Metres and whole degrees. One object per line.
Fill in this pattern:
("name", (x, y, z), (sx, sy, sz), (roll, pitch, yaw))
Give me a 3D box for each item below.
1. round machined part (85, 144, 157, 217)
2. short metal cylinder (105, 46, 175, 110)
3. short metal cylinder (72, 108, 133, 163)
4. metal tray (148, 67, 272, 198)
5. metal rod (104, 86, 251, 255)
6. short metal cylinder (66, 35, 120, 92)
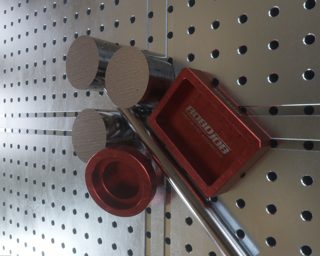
("round machined part", (-0.049, 0.068, 0.425), (0.098, 0.042, 0.097), (6, 107, 19))
("short metal cylinder", (-0.028, -0.065, 0.415), (0.080, 0.050, 0.080), (0, 90, 40))
("short metal cylinder", (-0.087, 0.011, 0.465), (0.080, 0.050, 0.080), (0, 90, 40))
("metal tray", (0.051, 0.003, 0.363), (0.130, 0.030, 0.090), (51, 120, 27))
("metal rod", (0.008, 0.043, 0.403), (0.300, 0.025, 0.025), (52, 120, 27))
("short metal cylinder", (-0.100, -0.097, 0.476), (0.080, 0.050, 0.080), (0, 90, 40))
